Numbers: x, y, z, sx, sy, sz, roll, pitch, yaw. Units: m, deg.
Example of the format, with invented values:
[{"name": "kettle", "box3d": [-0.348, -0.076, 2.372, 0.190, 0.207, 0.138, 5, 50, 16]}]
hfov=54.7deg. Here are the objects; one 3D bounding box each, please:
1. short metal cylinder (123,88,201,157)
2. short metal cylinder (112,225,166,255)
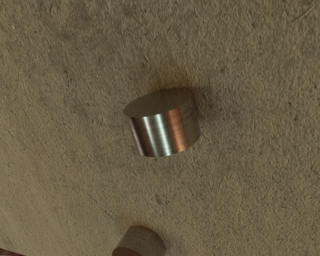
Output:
[{"name": "short metal cylinder", "box3d": [0.003, -0.008, 0.364, 0.080, 0.080, 0.050, -2, 117, 29]}, {"name": "short metal cylinder", "box3d": [-0.036, 0.220, 0.546, 0.080, 0.050, 0.079, 13, 124, 21]}]
